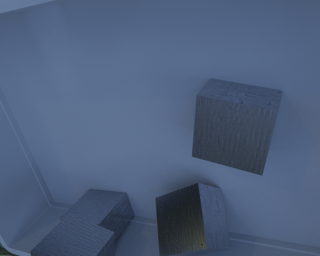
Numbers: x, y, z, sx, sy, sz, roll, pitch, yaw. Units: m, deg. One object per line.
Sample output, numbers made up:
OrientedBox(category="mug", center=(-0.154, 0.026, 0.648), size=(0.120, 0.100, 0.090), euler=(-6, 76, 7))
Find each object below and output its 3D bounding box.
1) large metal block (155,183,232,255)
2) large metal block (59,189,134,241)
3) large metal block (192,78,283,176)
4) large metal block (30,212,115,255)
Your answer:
OrientedBox(category="large metal block", center=(0.042, 0.128, 0.421), size=(0.050, 0.080, 0.080), euler=(21, 142, -40))
OrientedBox(category="large metal block", center=(-0.103, 0.149, 0.518), size=(0.080, 0.080, 0.050), euler=(-1, 115, 29))
OrientedBox(category="large metal block", center=(0.085, -0.003, 0.346), size=(0.080, 0.050, 0.079), euler=(14, 124, 20))
OrientedBox(category="large metal block", center=(-0.121, 0.179, 0.443), size=(0.080, 0.080, 0.050), euler=(17, 122, 19))
